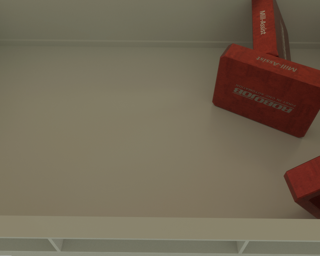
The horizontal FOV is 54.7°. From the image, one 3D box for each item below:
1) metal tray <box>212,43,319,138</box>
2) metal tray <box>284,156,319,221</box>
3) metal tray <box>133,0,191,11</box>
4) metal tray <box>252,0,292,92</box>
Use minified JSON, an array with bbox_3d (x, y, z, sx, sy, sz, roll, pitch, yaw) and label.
[{"bbox_3d":[0.139,-0.048,0.403,0.130,0.090,0.030,23,55,18],"label":"metal tray"},{"bbox_3d":[0.196,0.043,0.286,0.130,0.090,0.030,-34,42,26],"label":"metal tray"},{"bbox_3d":[0.005,-0.294,0.651,0.131,0.030,0.090,-20,53,-16],"label":"metal tray"},{"bbox_3d":[0.165,-0.122,0.453,0.030,0.090,0.130,-13,52,32],"label":"metal tray"}]
